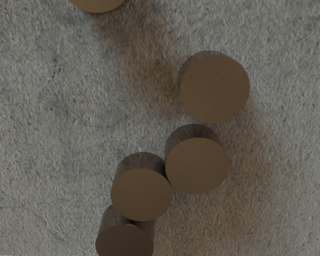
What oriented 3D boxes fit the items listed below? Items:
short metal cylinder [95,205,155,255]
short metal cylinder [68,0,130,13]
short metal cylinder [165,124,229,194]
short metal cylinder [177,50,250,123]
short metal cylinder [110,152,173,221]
[{"bbox_3d":[-0.048,0.153,0.449,0.081,0.050,0.079,0,115,1],"label":"short metal cylinder"},{"bbox_3d":[-0.066,-0.167,0.334,0.081,0.050,0.079,0,110,-1],"label":"short metal cylinder"},{"bbox_3d":[0.047,0.040,0.412,0.081,0.050,0.079,0,110,-1],"label":"short metal cylinder"},{"bbox_3d":[0.063,-0.052,0.378,0.081,0.050,0.079,0,110,-1],"label":"short metal cylinder"},{"bbox_3d":[-0.024,0.079,0.426,0.081,0.050,0.079,0,110,-1],"label":"short metal cylinder"}]
